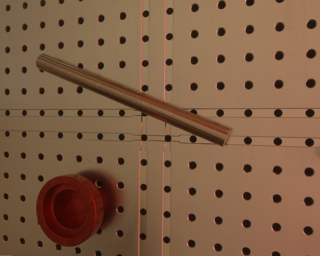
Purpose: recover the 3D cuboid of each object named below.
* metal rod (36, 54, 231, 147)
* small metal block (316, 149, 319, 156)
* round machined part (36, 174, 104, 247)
[{"bbox_3d":[-0.049,-0.045,0.428,0.301,0.025,0.025,23,98,18],"label":"metal rod"},{"bbox_3d":[0.212,0.030,0.338,0.050,0.025,0.050,-44,77,14],"label":"small metal block"},{"bbox_3d":[-0.124,0.114,0.446,0.098,0.042,0.097,0,90,19],"label":"round machined part"}]
